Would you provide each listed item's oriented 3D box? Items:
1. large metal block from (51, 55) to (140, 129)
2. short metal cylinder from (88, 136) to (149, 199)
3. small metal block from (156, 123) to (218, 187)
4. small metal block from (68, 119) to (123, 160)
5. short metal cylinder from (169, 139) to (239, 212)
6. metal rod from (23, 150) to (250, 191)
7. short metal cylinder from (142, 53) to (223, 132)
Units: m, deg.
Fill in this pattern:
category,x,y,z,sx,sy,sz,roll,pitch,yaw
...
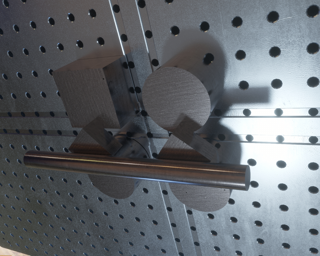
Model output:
category,x,y,z,sx,sy,sz,roll,pitch,yaw
large metal block,-0.083,-0.047,0.409,0.080,0.050,0.080,1,119,27
short metal cylinder,-0.062,0.058,0.463,0.080,0.050,0.079,13,124,21
small metal block,0.028,0.031,0.351,0.050,0.025,0.050,35,129,5
small metal block,-0.086,0.025,0.408,0.050,0.025,0.050,42,129,-1
short metal cylinder,0.057,0.061,0.403,0.080,0.050,0.079,13,124,21
metal rod,-0.049,0.046,0.368,0.300,0.025,0.025,1,119,27
short metal cylinder,0.027,-0.040,0.356,0.080,0.050,0.079,13,124,21
